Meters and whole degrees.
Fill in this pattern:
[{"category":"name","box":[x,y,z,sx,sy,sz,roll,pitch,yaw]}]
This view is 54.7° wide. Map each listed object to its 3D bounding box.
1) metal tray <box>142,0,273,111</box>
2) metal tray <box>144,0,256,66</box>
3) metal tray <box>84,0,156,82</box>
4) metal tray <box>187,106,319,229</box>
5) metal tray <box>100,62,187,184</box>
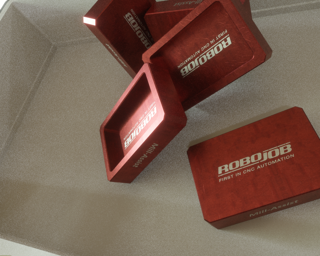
[{"category":"metal tray","box":[0.050,-0.085,0.364,0.130,0.030,0.090,-32,92,38]},{"category":"metal tray","box":[0.054,-0.124,0.409,0.130,0.090,0.030,6,53,30]},{"category":"metal tray","box":[-0.034,-0.136,0.438,0.030,0.130,0.090,28,77,41]},{"category":"metal tray","box":[0.101,0.042,0.324,0.130,0.030,0.090,-22,53,14]},{"category":"metal tray","box":[-0.028,-0.003,0.378,0.129,0.030,0.090,-49,44,35]}]
